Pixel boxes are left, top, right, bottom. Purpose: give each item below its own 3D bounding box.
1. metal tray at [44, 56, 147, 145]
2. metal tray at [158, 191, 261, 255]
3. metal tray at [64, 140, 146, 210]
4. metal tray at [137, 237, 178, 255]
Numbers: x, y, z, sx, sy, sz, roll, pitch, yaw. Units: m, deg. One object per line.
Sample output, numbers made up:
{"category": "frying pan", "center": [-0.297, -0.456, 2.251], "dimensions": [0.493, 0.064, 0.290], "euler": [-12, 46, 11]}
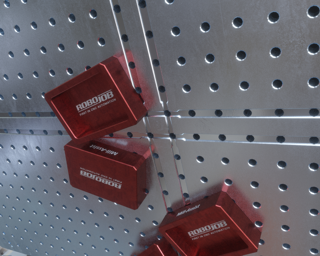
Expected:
{"category": "metal tray", "center": [-0.093, -0.034, 0.436], "dimensions": [0.130, 0.030, 0.090], "euler": [-18, 109, 35]}
{"category": "metal tray", "center": [0.071, 0.156, 0.467], "dimensions": [0.090, 0.030, 0.130], "euler": [49, 129, -7]}
{"category": "metal tray", "center": [-0.088, 0.071, 0.499], "dimensions": [0.130, 0.030, 0.089], "euler": [15, 125, 19]}
{"category": "metal tray", "center": [-0.014, 0.263, 0.544], "dimensions": [0.129, 0.030, 0.090], "euler": [-45, 71, 29]}
